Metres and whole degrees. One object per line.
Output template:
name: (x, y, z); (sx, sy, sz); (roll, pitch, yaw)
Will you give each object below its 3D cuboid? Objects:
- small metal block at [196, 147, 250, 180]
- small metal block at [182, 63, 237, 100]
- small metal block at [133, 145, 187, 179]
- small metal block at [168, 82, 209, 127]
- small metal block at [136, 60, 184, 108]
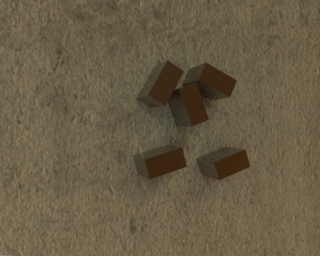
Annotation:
small metal block: (0.087, 0.048, 0.429); (0.050, 0.050, 0.025); (-19, 97, -19)
small metal block: (0.066, -0.062, 0.422); (0.050, 0.050, 0.025); (25, 82, -19)
small metal block: (-0.001, 0.042, 0.396); (0.050, 0.050, 0.025); (-16, 96, -20)
small metal block: (0.034, -0.030, 0.409); (0.025, 0.050, 0.050); (-23, 98, -19)
small metal block: (-0.001, -0.054, 0.396); (0.025, 0.050, 0.050); (31, 80, -18)
